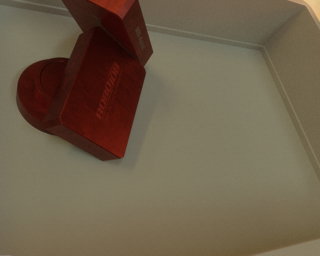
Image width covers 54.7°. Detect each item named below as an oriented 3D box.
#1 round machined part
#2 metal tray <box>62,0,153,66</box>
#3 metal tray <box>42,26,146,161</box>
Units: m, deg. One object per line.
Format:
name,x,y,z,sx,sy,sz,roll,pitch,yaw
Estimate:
round machined part,-0.112,-0.043,0.361,0.099,0.042,0.098,14,56,-21
metal tray,-0.061,-0.127,0.373,0.090,0.130,0.030,30,82,12
metal tray,-0.067,-0.039,0.355,0.090,0.030,0.130,38,53,-40
